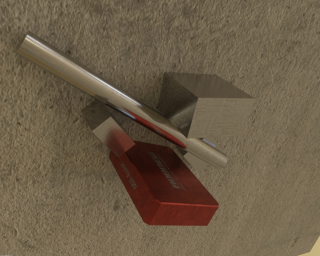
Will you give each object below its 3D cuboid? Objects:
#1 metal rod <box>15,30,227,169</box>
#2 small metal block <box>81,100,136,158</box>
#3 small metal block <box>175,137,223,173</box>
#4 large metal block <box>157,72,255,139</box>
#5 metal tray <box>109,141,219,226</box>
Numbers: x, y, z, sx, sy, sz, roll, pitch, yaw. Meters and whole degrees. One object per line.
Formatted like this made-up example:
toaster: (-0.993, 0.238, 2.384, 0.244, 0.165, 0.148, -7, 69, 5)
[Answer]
metal rod: (-0.020, -0.016, 0.371, 0.301, 0.025, 0.025, 31, 101, -33)
small metal block: (-0.060, -0.001, 0.359, 0.025, 0.050, 0.050, -39, 130, -2)
small metal block: (0.059, 0.032, 0.463, 0.050, 0.025, 0.050, -41, 130, 0)
large metal block: (0.054, -0.030, 0.384, 0.081, 0.080, 0.050, -2, 120, -28)
metal tray: (0.000, 0.063, 0.381, 0.091, 0.130, 0.030, 13, 112, -34)
